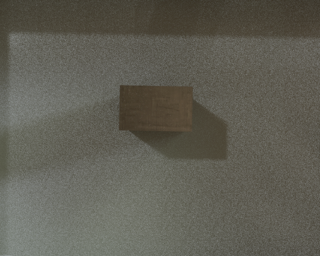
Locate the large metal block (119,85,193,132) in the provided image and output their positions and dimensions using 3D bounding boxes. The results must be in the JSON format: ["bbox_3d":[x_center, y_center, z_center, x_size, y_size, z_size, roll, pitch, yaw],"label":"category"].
[{"bbox_3d":[-0.005,-0.022,0.382,0.080,0.080,0.050,1,90,0],"label":"large metal block"}]
